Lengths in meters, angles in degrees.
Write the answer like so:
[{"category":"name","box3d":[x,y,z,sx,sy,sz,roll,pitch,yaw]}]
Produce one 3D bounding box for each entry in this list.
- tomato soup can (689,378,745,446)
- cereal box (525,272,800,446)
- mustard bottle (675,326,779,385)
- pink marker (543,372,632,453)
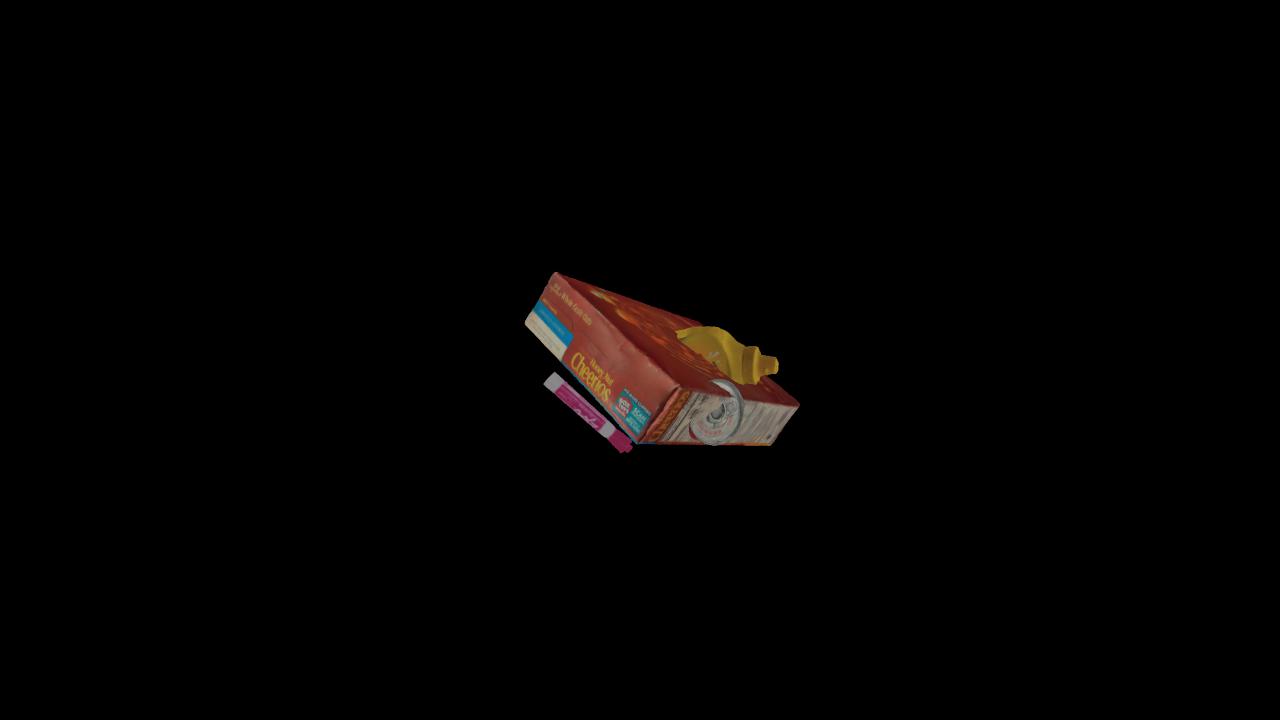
[{"category":"tomato soup can","box3d":[0.053,0.049,0.654,0.068,0.068,0.101,0,4,-28]},{"category":"cereal box","box3d":[0.038,0.010,0.717,0.203,0.081,0.306,43,18,31]},{"category":"mustard bottle","box3d":[0.064,0.004,0.698,0.184,0.092,0.054,2,22,20]},{"category":"pink marker","box3d":[-0.055,0.060,0.676,0.121,0.020,0.020,42,-7,-7]}]
